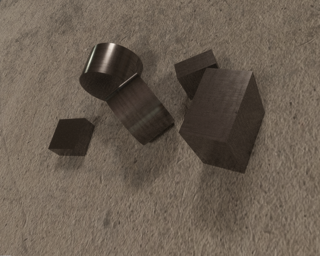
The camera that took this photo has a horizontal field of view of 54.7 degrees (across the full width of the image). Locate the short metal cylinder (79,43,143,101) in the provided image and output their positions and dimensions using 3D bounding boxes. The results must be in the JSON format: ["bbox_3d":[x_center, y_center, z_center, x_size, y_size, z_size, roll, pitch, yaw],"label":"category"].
[{"bbox_3d":[-0.070,-0.077,0.451,0.080,0.080,0.050,0,62,28],"label":"short metal cylinder"}]

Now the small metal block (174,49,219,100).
[{"bbox_3d":[0.053,-0.067,0.401,0.050,0.050,0.025,-20,54,16],"label":"small metal block"}]

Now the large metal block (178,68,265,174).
[{"bbox_3d":[0.071,-0.007,0.335,0.050,0.080,0.080,12,68,33],"label":"large metal block"}]

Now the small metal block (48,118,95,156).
[{"bbox_3d":[-0.131,0.014,0.462,0.050,0.025,0.050,-2,61,27],"label":"small metal block"}]

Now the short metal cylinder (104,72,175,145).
[{"bbox_3d":[-0.025,-0.024,0.395,0.050,0.080,0.080,-39,51,2],"label":"short metal cylinder"}]
